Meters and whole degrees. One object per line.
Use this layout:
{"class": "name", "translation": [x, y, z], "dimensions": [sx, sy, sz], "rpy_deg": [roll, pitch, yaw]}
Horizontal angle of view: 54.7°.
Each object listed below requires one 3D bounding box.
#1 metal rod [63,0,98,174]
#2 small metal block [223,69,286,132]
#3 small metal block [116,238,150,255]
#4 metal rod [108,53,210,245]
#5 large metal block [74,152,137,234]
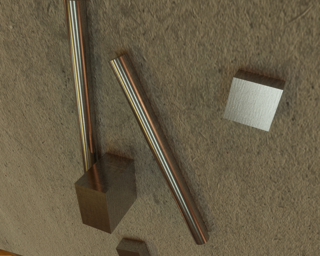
{"class": "metal rod", "translation": [-0.107, -0.027, 0.444], "dimensions": [0.025, 0.025, 0.298], "rpy_deg": [16, 125, 19]}
{"class": "small metal block", "translation": [0.101, -0.030, 0.334], "dimensions": [0.050, 0.025, 0.050], "rpy_deg": [18, 126, 17]}
{"class": "small metal block", "translation": [-0.048, 0.236, 0.576], "dimensions": [0.050, 0.025, 0.050], "rpy_deg": [-2, 118, 29]}
{"class": "metal rod", "translation": [0.006, 0.042, 0.428], "dimensions": [0.025, 0.025, 0.299], "rpy_deg": [-12, 113, 33]}
{"class": "large metal block", "translation": [-0.078, 0.097, 0.470], "dimensions": [0.050, 0.080, 0.079], "rpy_deg": [12, 124, 21]}
